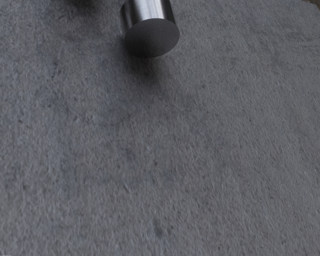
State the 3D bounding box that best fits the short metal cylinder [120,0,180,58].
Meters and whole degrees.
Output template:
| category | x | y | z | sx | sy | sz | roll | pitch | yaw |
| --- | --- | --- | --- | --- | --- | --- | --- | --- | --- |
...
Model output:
| category | x | y | z | sx | sy | sz | roll | pitch | yaw |
| --- | --- | --- | --- | --- | --- | --- | --- | --- | --- |
| short metal cylinder | -0.016 | -0.148 | 0.452 | 0.081 | 0.080 | 0.050 | 3 | 61 | -27 |
